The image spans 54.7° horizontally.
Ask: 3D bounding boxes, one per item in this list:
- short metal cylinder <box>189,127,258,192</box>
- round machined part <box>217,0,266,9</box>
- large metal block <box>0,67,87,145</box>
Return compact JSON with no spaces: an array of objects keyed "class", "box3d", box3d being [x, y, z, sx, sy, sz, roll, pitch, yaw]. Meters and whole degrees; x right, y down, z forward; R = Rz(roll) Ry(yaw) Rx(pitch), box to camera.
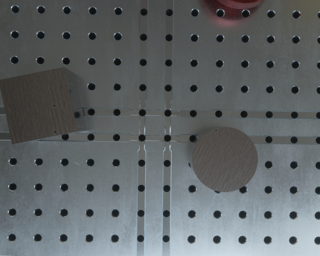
[{"class":"short metal cylinder","box3d":[0.079,0.038,0.402,0.081,0.050,0.079,0,90,-1]},{"class":"round machined part","box3d":[0.106,-0.204,0.406,0.099,0.042,0.097,0,90,-1]},{"class":"large metal block","box3d":[-0.147,-0.027,0.399,0.080,0.050,0.080,-12,90,-1]}]
